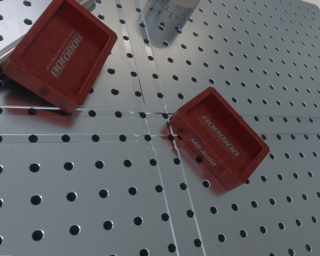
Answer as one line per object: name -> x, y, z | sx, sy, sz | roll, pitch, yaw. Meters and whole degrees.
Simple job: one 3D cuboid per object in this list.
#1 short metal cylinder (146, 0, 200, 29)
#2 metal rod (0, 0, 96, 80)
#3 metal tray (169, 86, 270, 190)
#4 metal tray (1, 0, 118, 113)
short metal cylinder -> 0.022, -0.219, 0.537 | 0.081, 0.050, 0.080 | 14, 56, -21
metal rod -> -0.171, -0.090, 0.370 | 0.025, 0.025, 0.301 | 36, 51, -4
metal tray -> 0.086, 0.011, 0.444 | 0.130, 0.030, 0.091 | 48, 51, 6
metal tray -> -0.115, -0.094, 0.380 | 0.090, 0.030, 0.130 | 35, 53, -25
